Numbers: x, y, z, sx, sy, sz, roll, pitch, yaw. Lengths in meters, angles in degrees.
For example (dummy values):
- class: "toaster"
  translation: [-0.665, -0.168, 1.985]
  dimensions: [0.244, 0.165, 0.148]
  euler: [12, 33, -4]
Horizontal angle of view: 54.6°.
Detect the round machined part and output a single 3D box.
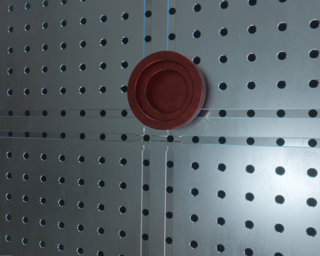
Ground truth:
- class: "round machined part"
  translation: [0.011, -0.046, 0.400]
  dimensions: [0.098, 0.042, 0.097]
  euler: [0, 90, 20]
